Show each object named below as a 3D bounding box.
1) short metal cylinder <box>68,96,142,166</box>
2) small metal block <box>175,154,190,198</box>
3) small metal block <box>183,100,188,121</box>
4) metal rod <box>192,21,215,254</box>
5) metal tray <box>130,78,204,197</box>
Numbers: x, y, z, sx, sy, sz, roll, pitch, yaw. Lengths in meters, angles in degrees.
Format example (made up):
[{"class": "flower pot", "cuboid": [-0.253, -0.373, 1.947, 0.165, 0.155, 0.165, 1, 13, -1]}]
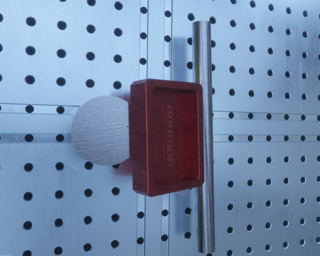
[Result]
[{"class": "short metal cylinder", "cuboid": [-0.068, 0.003, 0.374, 0.081, 0.050, 0.079, 0, 90, -21]}, {"class": "small metal block", "cuboid": [0.024, 0.059, 0.422, 0.050, 0.025, 0.050, 41, 77, -16]}, {"class": "small metal block", "cuboid": [0.033, -0.029, 0.426, 0.050, 0.025, 0.050, -16, 96, -20]}, {"class": "metal rod", "cuboid": [0.057, 0.012, 0.408, 0.025, 0.025, 0.298, -1, 91, -20]}, {"class": "metal tray", "cuboid": [0.011, 0.010, 0.373, 0.091, 0.030, 0.129, -2, 91, -40]}]
